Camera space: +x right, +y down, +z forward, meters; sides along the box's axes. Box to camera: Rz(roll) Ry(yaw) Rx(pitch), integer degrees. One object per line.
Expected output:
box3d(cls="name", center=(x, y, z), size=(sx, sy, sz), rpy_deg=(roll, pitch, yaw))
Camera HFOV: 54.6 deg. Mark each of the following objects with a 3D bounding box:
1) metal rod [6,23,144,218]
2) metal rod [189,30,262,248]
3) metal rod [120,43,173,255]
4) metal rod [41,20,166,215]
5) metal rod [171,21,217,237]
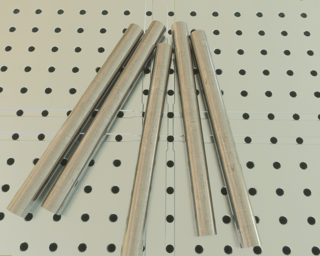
box3d(cls="metal rod", center=(-0.104, -0.023, 0.419), size=(0.025, 0.025, 0.300), rpy_deg=(26, 72, 9))
box3d(cls="metal rod", center=(0.081, 0.000, 0.412), size=(0.025, 0.025, 0.299), rpy_deg=(-9, 70, -3))
box3d(cls="metal rod", center=(-0.014, 0.021, 0.404), size=(0.025, 0.025, 0.299), rpy_deg=(8, 70, 3))
box3d(cls="metal rod", center=(-0.067, -0.027, 0.421), size=(0.025, 0.025, 0.300), rpy_deg=(25, 72, 8))
box3d(cls="metal rod", center=(0.042, -0.013, 0.417), size=(0.025, 0.025, 0.299), rpy_deg=(-5, 70, -2))
